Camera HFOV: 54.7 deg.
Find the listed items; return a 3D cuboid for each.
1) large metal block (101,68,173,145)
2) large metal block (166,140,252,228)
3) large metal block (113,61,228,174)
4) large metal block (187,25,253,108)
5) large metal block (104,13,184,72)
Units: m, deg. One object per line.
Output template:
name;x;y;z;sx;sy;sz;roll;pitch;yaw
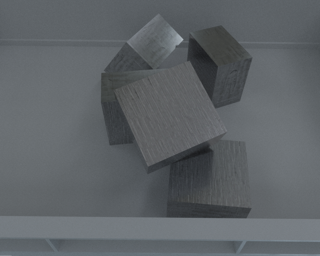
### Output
large metal block;-0.028;-0.025;0.390;0.081;0.080;0.050;-5;50;-5
large metal block;0.051;0.058;0.340;0.080;0.050;0.080;5;50;3
large metal block;0.008;-0.009;0.313;0.080;0.050;0.080;-23;76;-10
large metal block;0.080;-0.086;0.443;0.050;0.080;0.080;-18;53;-14
large metal block;-0.024;-0.106;0.449;0.050;0.080;0.080;44;55;-10
